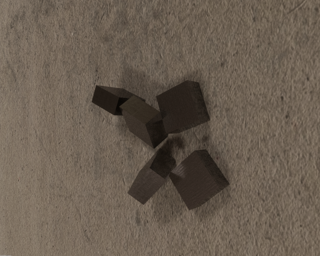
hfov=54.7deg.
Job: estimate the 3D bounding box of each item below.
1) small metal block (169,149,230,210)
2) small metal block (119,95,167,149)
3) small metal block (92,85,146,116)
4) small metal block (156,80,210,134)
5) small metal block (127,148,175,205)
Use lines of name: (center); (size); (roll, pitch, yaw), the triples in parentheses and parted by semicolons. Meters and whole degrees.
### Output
small metal block: (0.045, 0.061, 0.367); (0.050, 0.025, 0.050); (-46, 63, 30)
small metal block: (-0.021, -0.008, 0.402); (0.050, 0.025, 0.050); (34, 155, 34)
small metal block: (-0.058, -0.038, 0.434); (0.050, 0.050, 0.025); (29, 108, 36)
small metal block: (0.028, -0.024, 0.381); (0.050, 0.025, 0.050); (-24, 75, 37)
small metal block: (-0.010, 0.060, 0.392); (0.025, 0.050, 0.050); (38, 118, -4)
